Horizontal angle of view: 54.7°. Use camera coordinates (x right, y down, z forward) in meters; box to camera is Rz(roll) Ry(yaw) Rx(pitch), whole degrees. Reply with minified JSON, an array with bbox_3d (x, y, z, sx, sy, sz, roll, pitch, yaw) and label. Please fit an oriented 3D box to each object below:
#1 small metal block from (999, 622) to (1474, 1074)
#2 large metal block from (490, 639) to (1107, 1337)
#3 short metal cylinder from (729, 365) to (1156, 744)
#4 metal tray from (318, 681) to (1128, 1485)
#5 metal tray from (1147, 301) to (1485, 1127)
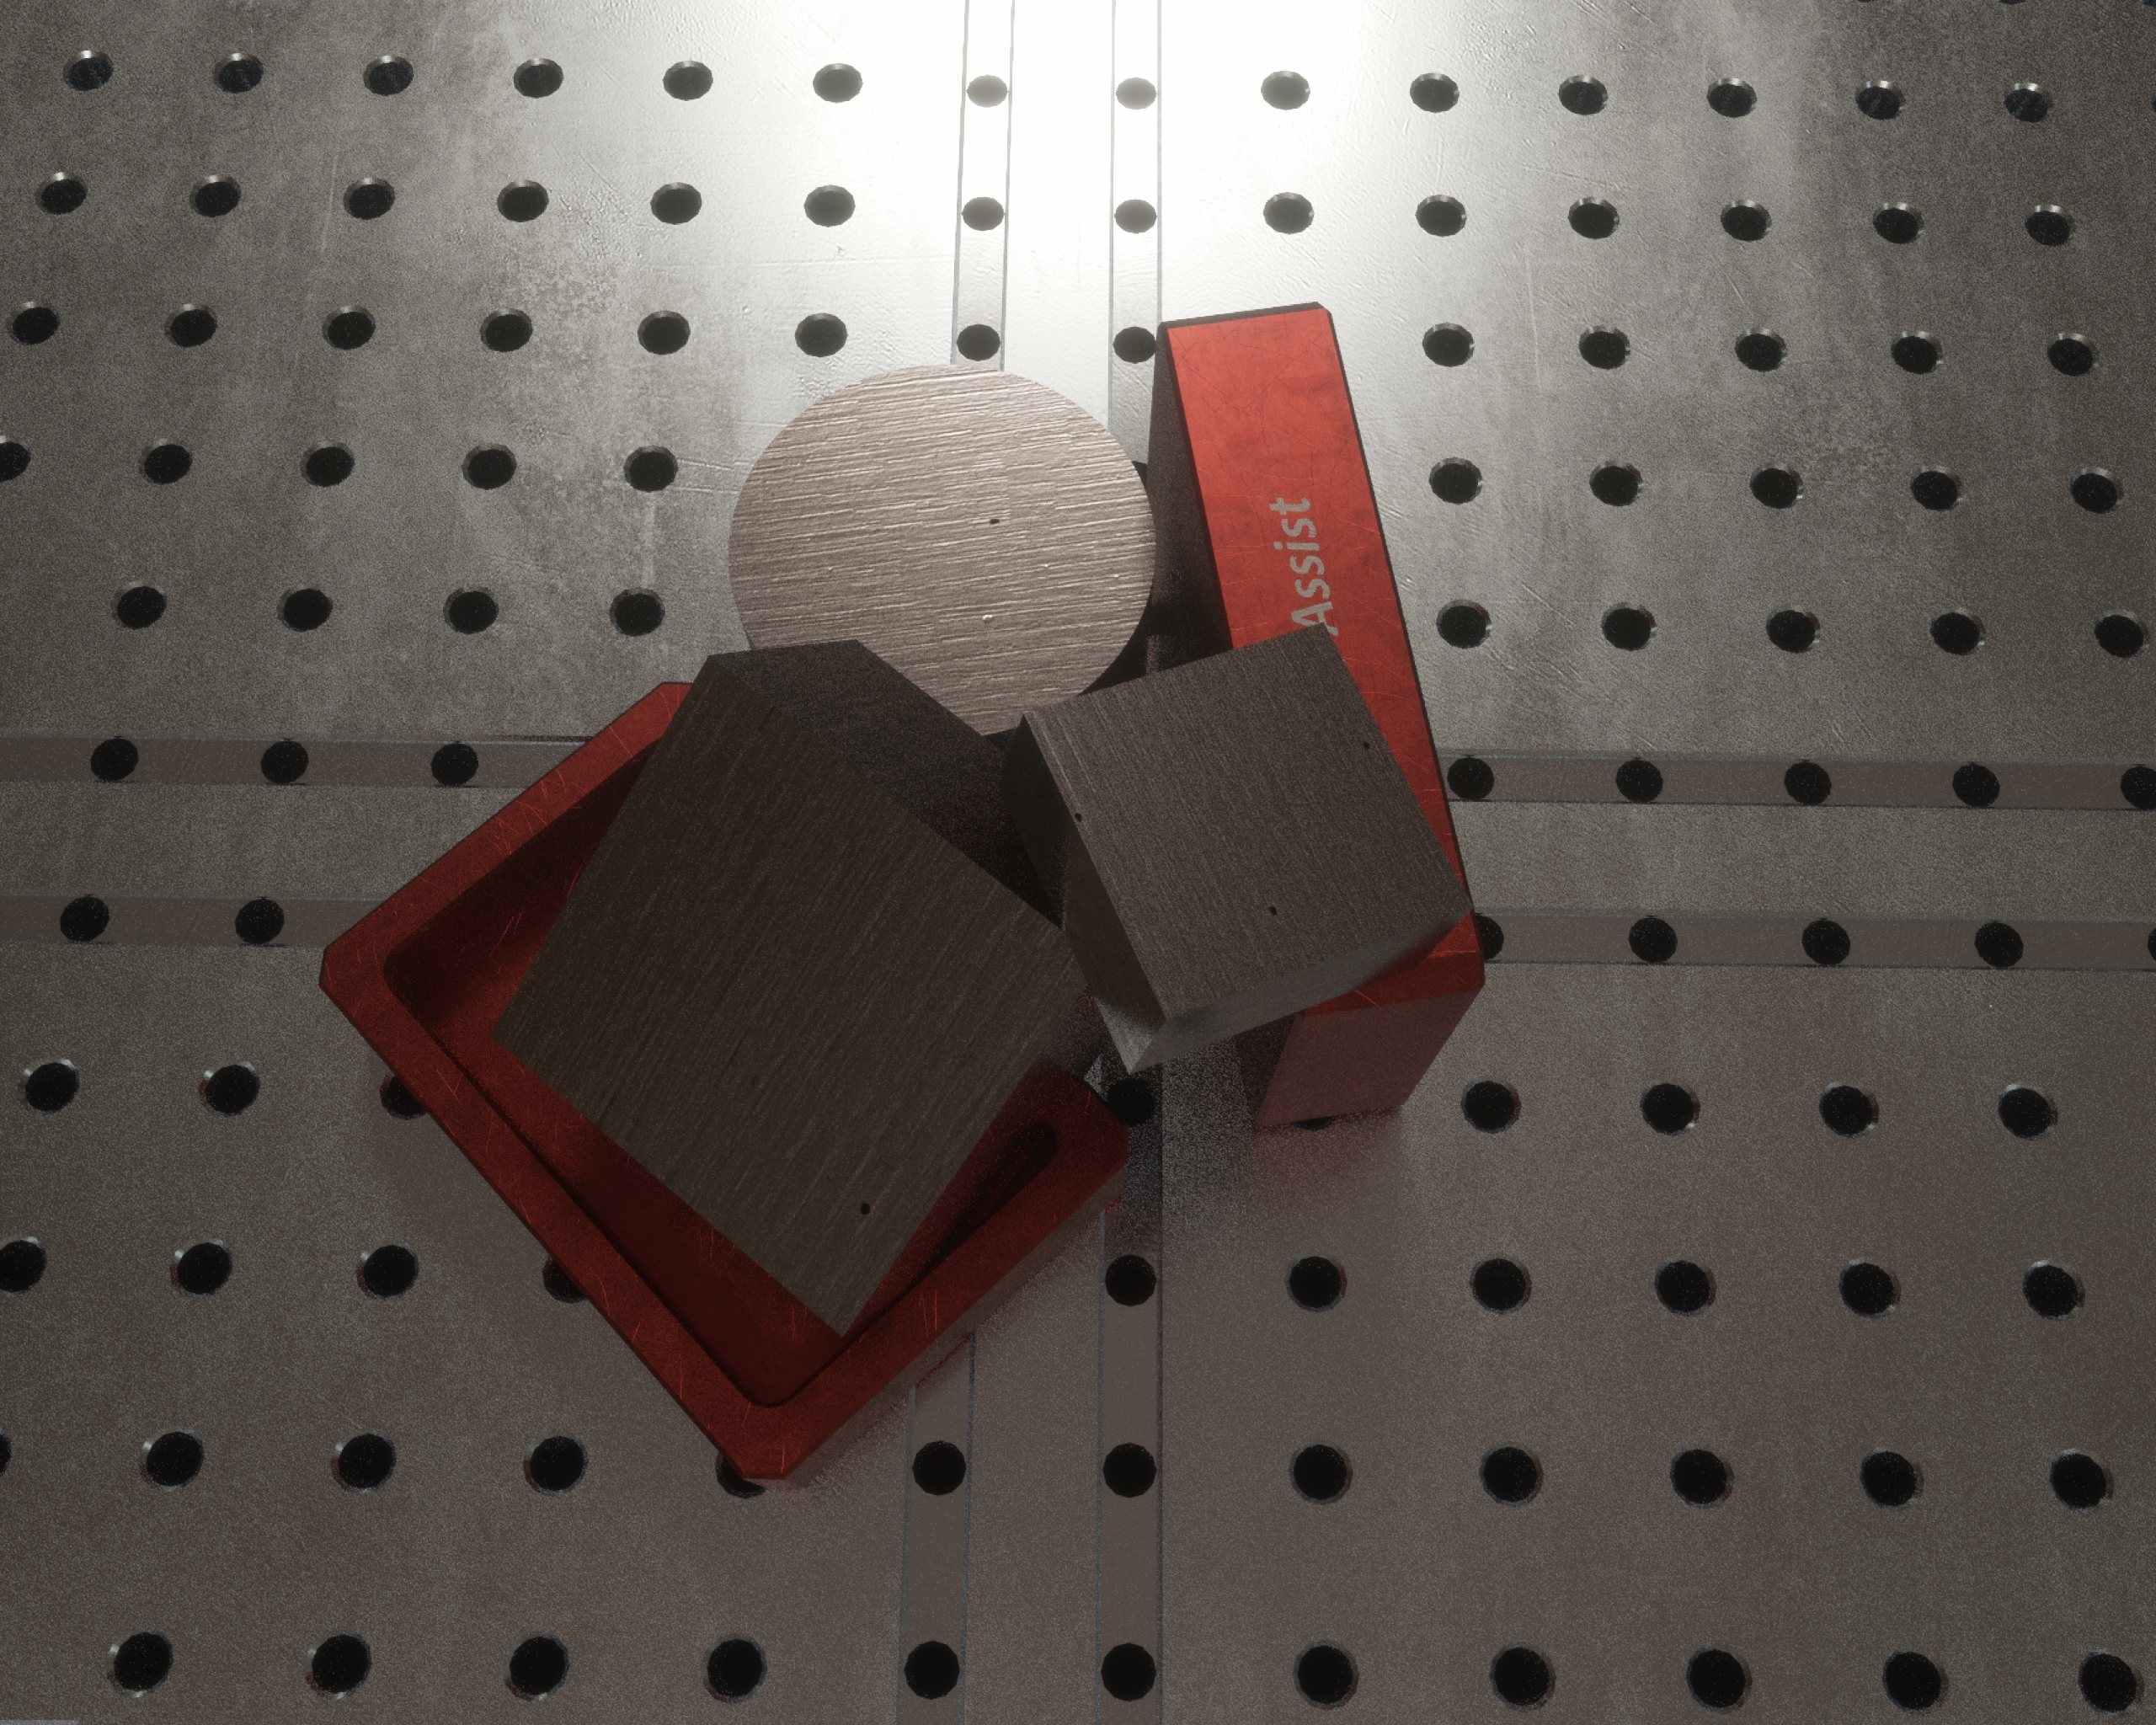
[{"bbox_3d":[0.023,-0.003,0.313,0.050,0.025,0.050,-19,71,-19],"label":"small metal block"},{"bbox_3d":[-0.039,0.018,0.358,0.080,0.050,0.080,38,110,12],"label":"large metal block"},{"bbox_3d":[-0.026,-0.051,0.417,0.081,0.050,0.080,0,70,0],"label":"short metal cylinder"},{"bbox_3d":[-0.065,0.040,0.393,0.090,0.030,0.130,-41,76,-14],"label":"metal tray"},{"bbox_3d":[0.039,-0.025,0.387,0.030,0.090,0.129,-9,70,-3],"label":"metal tray"}]
